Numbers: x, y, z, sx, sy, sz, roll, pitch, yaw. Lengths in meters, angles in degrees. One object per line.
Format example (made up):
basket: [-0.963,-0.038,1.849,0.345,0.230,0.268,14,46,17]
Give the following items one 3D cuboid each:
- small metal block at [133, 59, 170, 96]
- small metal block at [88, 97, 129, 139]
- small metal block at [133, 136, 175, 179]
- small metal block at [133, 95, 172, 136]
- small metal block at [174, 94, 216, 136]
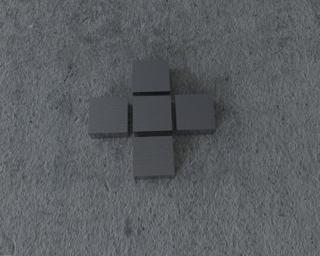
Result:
small metal block: [-0.012,-0.068,0.434,0.050,0.025,0.050,-2,70,-1]
small metal block: [-0.067,-0.013,0.413,0.050,0.025,0.050,-2,70,-1]
small metal block: [-0.008,0.038,0.395,0.050,0.025,0.050,-2,70,-1]
small metal block: [-0.010,-0.015,0.415,0.050,0.025,0.050,-2,70,-1]
small metal block: [0.046,-0.017,0.416,0.050,0.025,0.050,-2,70,-1]
